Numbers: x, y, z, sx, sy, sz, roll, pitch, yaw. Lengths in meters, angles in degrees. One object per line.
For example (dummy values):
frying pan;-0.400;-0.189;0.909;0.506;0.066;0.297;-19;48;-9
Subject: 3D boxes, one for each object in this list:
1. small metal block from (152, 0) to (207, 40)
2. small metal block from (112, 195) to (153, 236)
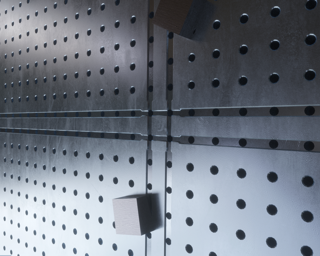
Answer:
small metal block;0.023;-0.146;0.391;0.050;0.025;0.050;36;112;34
small metal block;-0.040;0.124;0.443;0.050;0.025;0.050;-13;82;39
